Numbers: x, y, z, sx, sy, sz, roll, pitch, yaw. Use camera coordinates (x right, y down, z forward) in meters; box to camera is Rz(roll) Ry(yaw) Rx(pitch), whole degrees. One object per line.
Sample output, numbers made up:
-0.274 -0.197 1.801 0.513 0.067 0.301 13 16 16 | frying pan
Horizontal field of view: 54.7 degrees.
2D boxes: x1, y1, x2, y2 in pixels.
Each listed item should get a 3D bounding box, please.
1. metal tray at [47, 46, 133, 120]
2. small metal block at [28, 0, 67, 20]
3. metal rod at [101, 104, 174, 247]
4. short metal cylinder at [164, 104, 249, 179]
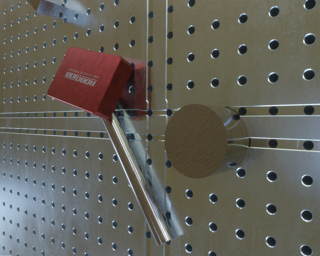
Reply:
-0.111 -0.073 0.480 0.130 0.030 0.090 20 84 37 | metal tray
-0.206 -0.228 0.564 0.050 0.050 0.025 52 120 27 | small metal block
-0.056 0.024 0.455 0.025 0.025 0.299 -41 65 32 | metal rod
0.052 0.014 0.350 0.080 0.050 0.080 0 90 40 | short metal cylinder
